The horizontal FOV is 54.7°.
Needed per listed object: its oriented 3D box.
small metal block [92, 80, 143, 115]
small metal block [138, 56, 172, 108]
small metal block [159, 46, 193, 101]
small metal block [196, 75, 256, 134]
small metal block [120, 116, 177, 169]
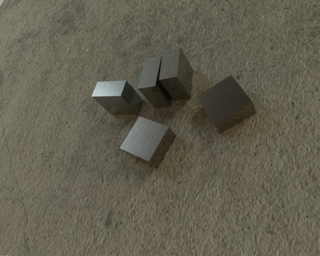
[{"bbox_3d":[-0.060,-0.043,0.446,0.050,0.050,0.025,2,63,29],"label":"small metal block"},{"bbox_3d":[-0.003,-0.062,0.427,0.025,0.050,0.050,-4,60,26],"label":"small metal block"},{"bbox_3d":[0.023,-0.073,0.420,0.025,0.050,0.050,-7,59,24],"label":"small metal block"},{"bbox_3d":[0.080,-0.029,0.379,0.050,0.025,0.050,-31,52,8],"label":"small metal block"},{"bbox_3d":[-0.015,0.018,0.401,0.050,0.025,0.050,20,72,35],"label":"small metal block"}]
